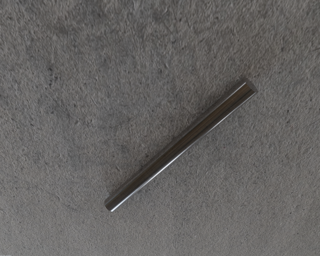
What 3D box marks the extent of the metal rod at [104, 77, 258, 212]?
[{"bbox_3d":[0.013,0.038,0.439,0.025,0.025,0.299,32,123,-24],"label":"metal rod"}]
